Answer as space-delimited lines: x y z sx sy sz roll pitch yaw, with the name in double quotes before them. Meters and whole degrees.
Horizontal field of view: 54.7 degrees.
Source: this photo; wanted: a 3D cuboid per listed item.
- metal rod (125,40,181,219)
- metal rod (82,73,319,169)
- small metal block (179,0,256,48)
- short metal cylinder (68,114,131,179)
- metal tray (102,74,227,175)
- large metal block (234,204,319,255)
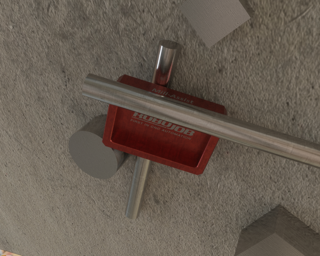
"metal rod" -0.018 0.025 0.429 0.025 0.025 0.298 24 127 13
"metal rod" 0.068 -0.001 0.324 0.302 0.025 0.025 17 127 0
"small metal block" 0.056 -0.116 0.305 0.050 0.025 0.050 -31 102 37
"short metal cylinder" -0.084 0.027 0.450 0.080 0.050 0.079 13 124 20
"metal tray" 0.003 -0.001 0.372 0.131 0.030 0.089 18 126 0
"large metal block" 0.159 0.160 0.406 0.080 0.050 0.080 38 129 2
